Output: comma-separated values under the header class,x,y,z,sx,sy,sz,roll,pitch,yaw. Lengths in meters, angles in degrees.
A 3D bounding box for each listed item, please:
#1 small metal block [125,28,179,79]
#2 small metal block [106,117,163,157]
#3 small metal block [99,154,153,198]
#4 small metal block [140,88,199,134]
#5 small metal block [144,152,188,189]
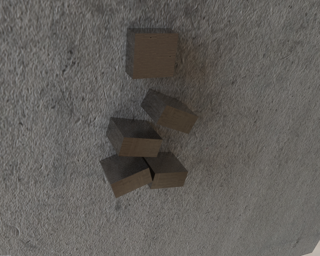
class,x,y,z,sx,sy,sz,roll,pitch,yaw
small metal block,-0.010,-0.084,0.349,0.050,0.025,0.050,-8,122,-24
small metal block,-0.032,0.011,0.380,0.050,0.050,0.025,5,116,-31
small metal block,-0.044,0.056,0.401,0.050,0.050,0.025,-22,127,-15
small metal block,0.011,-0.021,0.383,0.050,0.050,0.025,17,109,-35
small metal block,0.002,0.057,0.427,0.050,0.050,0.025,1,118,-29
